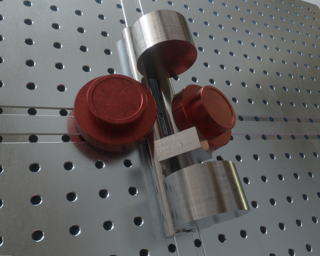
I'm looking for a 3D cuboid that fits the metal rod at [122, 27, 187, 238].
[{"bbox_3d":[-0.014,-0.013,0.407,0.025,0.025,0.299,1,61,-28],"label":"metal rod"}]

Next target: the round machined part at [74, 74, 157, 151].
[{"bbox_3d":[-0.052,-0.025,0.369,0.099,0.042,0.098,5,61,-10],"label":"round machined part"}]

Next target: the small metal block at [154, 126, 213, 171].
[{"bbox_3d":[0.028,0.026,0.361,0.050,0.050,0.025,41,32,-60],"label":"small metal block"}]

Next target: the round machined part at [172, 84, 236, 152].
[{"bbox_3d":[0.066,-0.020,0.428,0.099,0.042,0.098,26,47,-31],"label":"round machined part"}]

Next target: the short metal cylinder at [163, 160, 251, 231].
[{"bbox_3d":[0.048,0.073,0.326,0.081,0.080,0.050,1,62,-28],"label":"short metal cylinder"}]

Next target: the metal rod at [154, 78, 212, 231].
[{"bbox_3d":[0.017,-0.015,0.425,0.025,0.025,0.299,1,61,-28],"label":"metal rod"}]

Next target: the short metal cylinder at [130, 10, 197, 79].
[{"bbox_3d":[0.004,-0.109,0.413,0.081,0.080,0.050,1,62,-28],"label":"short metal cylinder"}]
